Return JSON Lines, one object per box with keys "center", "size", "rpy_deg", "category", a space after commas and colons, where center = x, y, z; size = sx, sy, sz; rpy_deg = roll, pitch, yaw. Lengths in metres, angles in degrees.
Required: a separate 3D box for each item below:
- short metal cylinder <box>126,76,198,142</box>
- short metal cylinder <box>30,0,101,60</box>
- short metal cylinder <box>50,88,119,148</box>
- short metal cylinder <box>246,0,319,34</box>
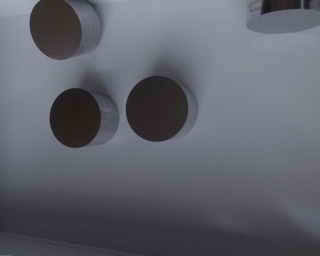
{"center": [0.004, -0.023, 0.396], "size": [0.080, 0.050, 0.080], "rpy_deg": [0, 90, 20], "category": "short metal cylinder"}
{"center": [-0.130, -0.138, 0.430], "size": [0.080, 0.050, 0.079], "rpy_deg": [7, 112, 17], "category": "short metal cylinder"}
{"center": [-0.105, -0.013, 0.434], "size": [0.080, 0.050, 0.080], "rpy_deg": [0, 90, 20], "category": "short metal cylinder"}
{"center": [0.135, -0.138, 0.333], "size": [0.080, 0.080, 0.050], "rpy_deg": [1, 91, 20], "category": "short metal cylinder"}
